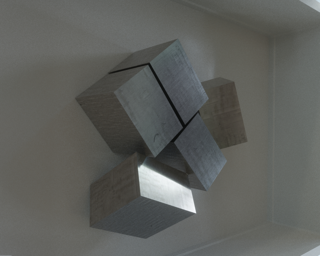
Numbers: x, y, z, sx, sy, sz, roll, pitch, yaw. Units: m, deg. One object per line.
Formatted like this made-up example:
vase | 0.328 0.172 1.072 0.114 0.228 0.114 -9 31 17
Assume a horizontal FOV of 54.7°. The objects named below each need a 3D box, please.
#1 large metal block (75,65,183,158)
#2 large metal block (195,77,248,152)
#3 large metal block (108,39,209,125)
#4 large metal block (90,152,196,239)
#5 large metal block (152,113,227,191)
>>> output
large metal block | -0.034 -0.017 0.342 0.050 0.080 0.080 -45 118 -31
large metal block | 0.076 -0.022 0.427 0.050 0.080 0.080 -16 103 2
large metal block | -0.002 -0.050 0.368 0.050 0.080 0.080 -46 118 -30
large metal block | -0.021 0.079 0.345 0.080 0.080 0.050 28 38 -37
large metal block | 0.024 0.028 0.390 0.050 0.080 0.080 -49 120 -29
